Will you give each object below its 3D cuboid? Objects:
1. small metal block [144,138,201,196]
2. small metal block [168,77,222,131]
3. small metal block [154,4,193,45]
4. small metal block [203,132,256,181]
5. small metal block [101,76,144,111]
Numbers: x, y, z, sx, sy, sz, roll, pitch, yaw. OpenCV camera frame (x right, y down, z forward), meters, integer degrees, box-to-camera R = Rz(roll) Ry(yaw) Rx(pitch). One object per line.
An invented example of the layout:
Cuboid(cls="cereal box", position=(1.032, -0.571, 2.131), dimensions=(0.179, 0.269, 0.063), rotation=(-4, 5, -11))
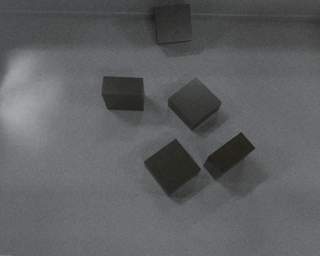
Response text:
Cuboid(cls="small metal block", position=(0.015, 0.050, 0.392), dimensions=(0.050, 0.025, 0.050), rotation=(-35, 74, -12))
Cuboid(cls="small metal block", position=(0.047, -0.033, 0.422), dimensions=(0.050, 0.025, 0.050), rotation=(-38, 75, -13))
Cuboid(cls="small metal block", position=(0.019, -0.151, 0.453), dimensions=(0.050, 0.025, 0.050), rotation=(-7, 101, -3))
Cuboid(cls="small metal block", position=(0.084, 0.036, 0.384), dimensions=(0.050, 0.050, 0.025), rotation=(-35, 74, -12))
Cuboid(cls="small metal block", position=(-0.047, -0.045, 0.412), dimensions=(0.050, 0.050, 0.025), rotation=(2, 70, 0))
